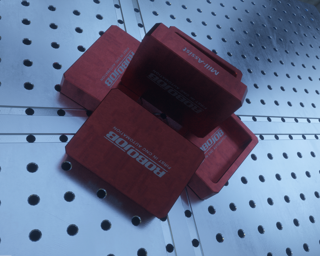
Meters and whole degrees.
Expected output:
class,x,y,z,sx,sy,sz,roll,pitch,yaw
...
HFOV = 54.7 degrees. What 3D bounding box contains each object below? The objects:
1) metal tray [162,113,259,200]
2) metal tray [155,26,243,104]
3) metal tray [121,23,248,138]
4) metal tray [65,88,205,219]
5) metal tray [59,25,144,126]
class,x,y,z,sx,sy,sz,roll,pitch,yaw
metal tray,0.071,0.024,0.429,0.090,0.030,0.131,47,51,5
metal tray,0.050,-0.079,0.443,0.130,0.030,0.090,32,51,-8
metal tray,0.026,-0.052,0.374,0.130,0.090,0.030,35,51,-5
metal tray,-0.027,0.028,0.350,0.130,0.030,0.090,37,76,-4
metal tray,-0.060,-0.074,0.418,0.090,0.030,0.130,34,51,-7
